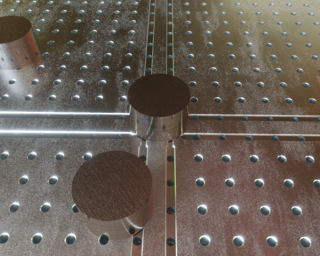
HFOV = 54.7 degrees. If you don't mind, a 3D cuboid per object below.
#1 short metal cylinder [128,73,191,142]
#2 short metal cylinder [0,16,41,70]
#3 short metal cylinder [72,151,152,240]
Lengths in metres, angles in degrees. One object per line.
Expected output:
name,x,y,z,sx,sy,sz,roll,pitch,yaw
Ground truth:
short metal cylinder,-0.001,-0.028,0.414,0.081,0.050,0.080,0,50,0
short metal cylinder,-0.245,-0.140,0.507,0.081,0.050,0.080,0,50,0
short metal cylinder,-0.048,0.071,0.331,0.081,0.050,0.080,0,50,0
